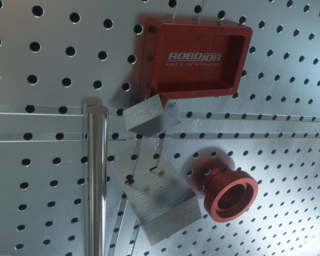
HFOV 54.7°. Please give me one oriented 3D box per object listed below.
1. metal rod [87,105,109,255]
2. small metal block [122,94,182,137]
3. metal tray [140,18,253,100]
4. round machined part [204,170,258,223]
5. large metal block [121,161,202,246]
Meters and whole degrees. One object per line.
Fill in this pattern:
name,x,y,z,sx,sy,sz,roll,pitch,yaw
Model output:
metal rod,-0.087,0.108,0.431,0.025,0.025,0.298,-8,122,-25
small metal block,-0.008,-0.013,0.376,0.050,0.025,0.050,-24,159,21
metal tray,0.045,-0.084,0.382,0.131,0.030,0.089,-6,121,-26
round machined part,0.117,0.113,0.537,0.099,0.042,0.097,-14,125,-21
large metal block,0.001,0.105,0.443,0.080,0.080,0.050,-25,128,-13
